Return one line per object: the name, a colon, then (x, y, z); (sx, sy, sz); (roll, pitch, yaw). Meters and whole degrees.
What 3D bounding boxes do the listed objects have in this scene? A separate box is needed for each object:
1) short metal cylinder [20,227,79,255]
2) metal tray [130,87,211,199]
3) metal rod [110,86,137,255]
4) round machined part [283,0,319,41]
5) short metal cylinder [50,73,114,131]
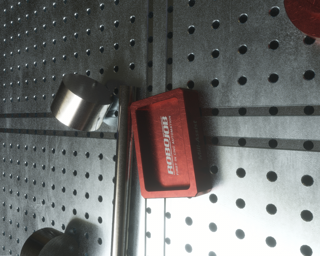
short metal cylinder: (-0.187, 0.217, 0.529); (0.050, 0.081, 0.079); (3, 92, 40)
metal tray: (0.011, 0.022, 0.397); (0.090, 0.030, 0.129); (-13, 82, 39)
metal rod: (-0.055, 0.089, 0.454); (0.025, 0.025, 0.298); (6, 94, 40)
round machined part: (0.157, -0.127, 0.269); (0.098, 0.042, 0.097); (0, 90, 40)
short metal cylinder: (-0.117, -0.039, 0.471); (0.080, 0.081, 0.050); (47, 118, 29)
